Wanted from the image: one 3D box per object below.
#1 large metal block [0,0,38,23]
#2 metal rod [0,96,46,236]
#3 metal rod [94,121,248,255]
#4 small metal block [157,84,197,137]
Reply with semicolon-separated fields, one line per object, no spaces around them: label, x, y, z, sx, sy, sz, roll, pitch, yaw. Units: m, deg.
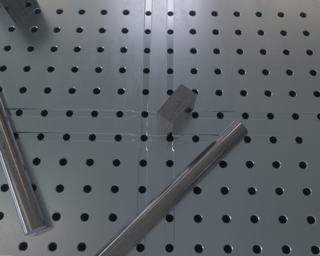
large metal block;-0.243;-0.219;0.461;0.080;0.080;0.050;37;74;12
metal rod;-0.214;-0.004;0.411;0.025;0.025;0.299;-25;72;-9
metal rod;-0.002;0.097;0.375;0.301;0.025;0.025;-42;75;-14
small metal block;0.021;-0.022;0.407;0.025;0.050;0.050;36;74;12
